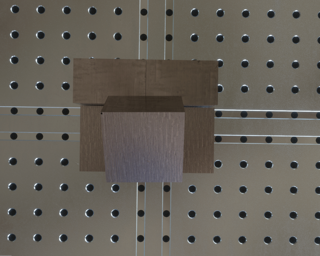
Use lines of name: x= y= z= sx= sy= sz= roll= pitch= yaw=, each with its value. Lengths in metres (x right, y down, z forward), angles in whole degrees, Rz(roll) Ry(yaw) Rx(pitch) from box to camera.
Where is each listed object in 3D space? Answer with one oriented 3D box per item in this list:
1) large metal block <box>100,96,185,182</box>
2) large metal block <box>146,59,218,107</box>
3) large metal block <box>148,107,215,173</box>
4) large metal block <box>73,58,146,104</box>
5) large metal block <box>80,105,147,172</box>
large metal block: x=-0.017 y=0.011 z=0.334 sx=0.081 sy=0.050 sz=0.079 roll=0 pitch=114 yaw=-1
large metal block: x=0.024 y=-0.051 z=0.385 sx=0.081 sy=0.080 sz=0.050 roll=1 pitch=90 yaw=-1
large metal block: x=0.025 y=0.014 z=0.399 sx=0.081 sy=0.050 sz=0.079 roll=1 pitch=90 yaw=-1
large metal block: x=-0.056 y=-0.052 z=0.384 sx=0.081 sy=0.080 sz=0.050 roll=1 pitch=90 yaw=-1
large metal block: x=-0.056 y=0.013 z=0.398 sx=0.081 sy=0.050 sz=0.079 roll=1 pitch=90 yaw=-1
